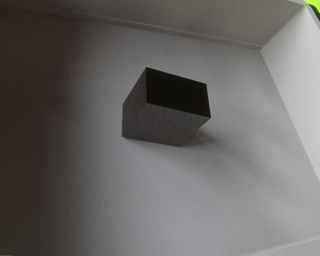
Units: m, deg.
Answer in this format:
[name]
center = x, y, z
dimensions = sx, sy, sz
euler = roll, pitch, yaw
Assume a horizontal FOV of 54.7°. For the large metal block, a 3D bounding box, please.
[large metal block]
center = 0.005, -0.022, 0.385
dimensions = 0.081, 0.080, 0.050
euler = 12, 57, -22
